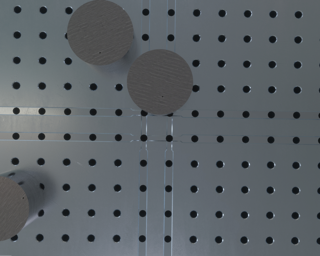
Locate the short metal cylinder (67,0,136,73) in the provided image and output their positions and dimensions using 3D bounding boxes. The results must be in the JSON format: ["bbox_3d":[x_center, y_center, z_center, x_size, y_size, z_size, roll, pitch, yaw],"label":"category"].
[{"bbox_3d":[-0.072,-0.116,0.400,0.081,0.050,0.079,0,90,0],"label":"short metal cylinder"}]

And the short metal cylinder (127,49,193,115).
[{"bbox_3d":[0.000,-0.056,0.401,0.081,0.050,0.079,0,90,0],"label":"short metal cylinder"}]

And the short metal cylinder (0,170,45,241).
[{"bbox_3d":[-0.199,0.097,0.399,0.081,0.050,0.079,0,90,0],"label":"short metal cylinder"}]
